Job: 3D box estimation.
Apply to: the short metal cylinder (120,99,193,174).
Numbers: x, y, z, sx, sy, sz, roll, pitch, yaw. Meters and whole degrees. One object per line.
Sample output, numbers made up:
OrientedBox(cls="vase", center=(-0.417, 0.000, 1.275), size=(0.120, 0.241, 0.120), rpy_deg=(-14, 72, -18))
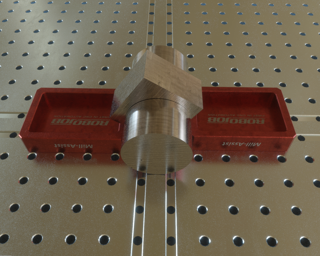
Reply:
OrientedBox(cls="short metal cylinder", center=(-0.003, 0.012, 0.361), size=(0.080, 0.080, 0.050), rpy_deg=(1, 50, 1))

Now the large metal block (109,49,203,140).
OrientedBox(cls="large metal block", center=(-0.005, -0.036, 0.383), size=(0.080, 0.080, 0.050), rpy_deg=(25, 45, -24))

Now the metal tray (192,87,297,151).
OrientedBox(cls="metal tray", center=(0.103, -0.014, 0.416), size=(0.131, 0.030, 0.090), rpy_deg=(1, 50, 0))

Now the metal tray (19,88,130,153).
OrientedBox(cls="metal tray", center=(-0.106, -0.012, 0.413), size=(0.131, 0.030, 0.090), rpy_deg=(1, 50, 0))

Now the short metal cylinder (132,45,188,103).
OrientedBox(cls="short metal cylinder", center=(0.000, -0.065, 0.426), size=(0.080, 0.080, 0.050), rpy_deg=(1, 50, 1))
